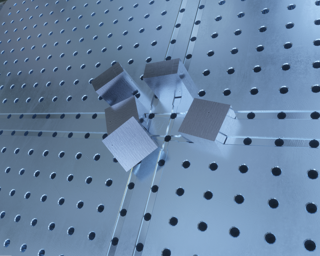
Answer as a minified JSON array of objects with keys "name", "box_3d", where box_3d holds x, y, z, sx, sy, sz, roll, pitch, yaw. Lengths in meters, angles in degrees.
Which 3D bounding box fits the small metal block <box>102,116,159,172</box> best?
[{"name":"small metal block","box_3d":[-0.037,0.020,0.400,0.050,0.025,0.050,-39,89,2]}]

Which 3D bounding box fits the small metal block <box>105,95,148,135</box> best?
[{"name":"small metal block","box_3d":[-0.049,-0.012,0.442,0.050,0.025,0.050,-24,53,13]}]

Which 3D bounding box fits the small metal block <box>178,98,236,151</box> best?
[{"name":"small metal block","box_3d":[0.058,-0.006,0.382,0.050,0.025,0.050,15,70,34]}]

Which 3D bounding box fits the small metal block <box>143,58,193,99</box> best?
[{"name":"small metal block","box_3d":[0.012,-0.067,0.428,0.050,0.050,0.025,-4,60,26]}]

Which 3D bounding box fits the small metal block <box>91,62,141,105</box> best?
[{"name":"small metal block","box_3d":[-0.066,-0.063,0.467,0.050,0.050,0.025,-35,51,5]}]
